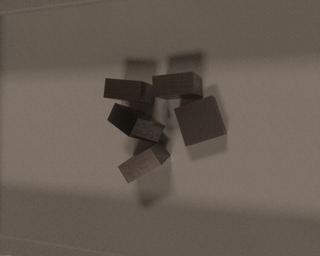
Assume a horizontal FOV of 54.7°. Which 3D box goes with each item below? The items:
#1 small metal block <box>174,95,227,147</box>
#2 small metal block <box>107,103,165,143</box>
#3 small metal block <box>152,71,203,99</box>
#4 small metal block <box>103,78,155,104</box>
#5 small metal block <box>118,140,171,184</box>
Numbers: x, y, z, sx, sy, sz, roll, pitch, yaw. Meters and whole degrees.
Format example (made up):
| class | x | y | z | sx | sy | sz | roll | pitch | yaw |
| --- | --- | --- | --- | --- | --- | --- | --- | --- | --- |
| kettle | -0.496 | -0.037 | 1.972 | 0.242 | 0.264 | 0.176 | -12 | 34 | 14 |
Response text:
| class | x | y | z | sx | sy | sz | roll | pitch | yaw |
| --- | --- | --- | --- | --- | --- | --- | --- | --- | --- |
| small metal block | 0.051 | -0.008 | 0.392 | 0.050 | 0.025 | 0.050 | -19 | 84 | 18 |
| small metal block | -0.031 | -0.006 | 0.398 | 0.050 | 0.050 | 0.025 | 33 | 102 | 41 |
| small metal block | 0.023 | -0.052 | 0.388 | 0.050 | 0.050 | 0.025 | -3 | 89 | 19 |
| small metal block | -0.039 | -0.048 | 0.410 | 0.050 | 0.050 | 0.025 | 8 | 93 | 19 |
| small metal block | -0.019 | 0.043 | 0.401 | 0.050 | 0.050 | 0.025 | -31 | 90 | 17 |
